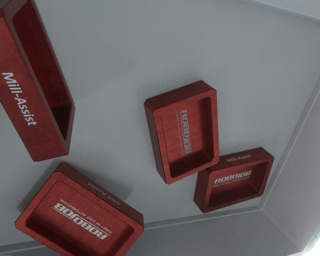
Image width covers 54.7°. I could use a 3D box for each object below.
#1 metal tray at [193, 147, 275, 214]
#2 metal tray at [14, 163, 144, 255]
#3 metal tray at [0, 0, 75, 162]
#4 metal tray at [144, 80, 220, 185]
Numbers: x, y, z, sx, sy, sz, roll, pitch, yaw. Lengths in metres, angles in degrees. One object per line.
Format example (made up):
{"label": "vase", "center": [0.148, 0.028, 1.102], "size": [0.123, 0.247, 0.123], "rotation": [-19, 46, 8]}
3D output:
{"label": "metal tray", "center": [0.126, 0.088, 0.527], "size": [0.131, 0.030, 0.089], "rotation": [-9, 123, -24]}
{"label": "metal tray", "center": [-0.096, 0.116, 0.386], "size": [0.130, 0.030, 0.090], "rotation": [37, 97, -11]}
{"label": "metal tray", "center": [-0.113, -0.047, 0.272], "size": [0.030, 0.090, 0.129], "rotation": [-13, 126, -2]}
{"label": "metal tray", "center": [0.034, 0.009, 0.429], "size": [0.091, 0.030, 0.129], "rotation": [-21, 127, -16]}
